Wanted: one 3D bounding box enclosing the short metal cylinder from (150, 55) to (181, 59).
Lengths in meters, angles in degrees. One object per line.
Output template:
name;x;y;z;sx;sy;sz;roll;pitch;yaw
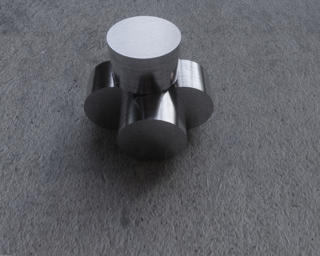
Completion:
short metal cylinder;-0.009;-0.081;0.437;0.081;0.080;0.050;-1;50;-2

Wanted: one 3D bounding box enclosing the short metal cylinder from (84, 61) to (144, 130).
short metal cylinder;-0.055;-0.041;0.403;0.081;0.080;0.050;-1;50;-1

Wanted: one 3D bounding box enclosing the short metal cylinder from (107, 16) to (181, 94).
short metal cylinder;-0.017;-0.084;0.355;0.081;0.050;0.080;0;50;0

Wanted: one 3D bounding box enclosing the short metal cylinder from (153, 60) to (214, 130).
short metal cylinder;0.027;-0.041;0.404;0.081;0.080;0.050;0;50;-1

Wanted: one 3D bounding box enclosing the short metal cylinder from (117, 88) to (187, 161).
short metal cylinder;-0.009;-0.003;0.371;0.081;0.080;0.050;0;50;-1
